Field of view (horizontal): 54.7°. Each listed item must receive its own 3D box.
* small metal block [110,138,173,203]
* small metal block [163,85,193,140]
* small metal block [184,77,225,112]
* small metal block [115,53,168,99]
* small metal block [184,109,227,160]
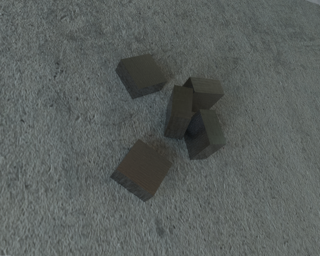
[{"bbox_3d":[-0.021,0.049,0.362,0.050,0.025,0.050,37,51,-4],"label":"small metal block"},{"bbox_3d":[0.024,-0.020,0.410,0.025,0.050,0.050,11,56,-5],"label":"small metal block"},{"bbox_3d":[0.055,-0.047,0.446,0.050,0.050,0.025,1,61,-28],"label":"small metal block"},{"bbox_3d":[-0.026,-0.073,0.434,0.050,0.025,0.050,-22,73,-36],"label":"small metal block"},{"bbox_3d":[0.057,0.010,0.412,0.025,0.050,0.050,1,62,-28],"label":"small metal block"}]
